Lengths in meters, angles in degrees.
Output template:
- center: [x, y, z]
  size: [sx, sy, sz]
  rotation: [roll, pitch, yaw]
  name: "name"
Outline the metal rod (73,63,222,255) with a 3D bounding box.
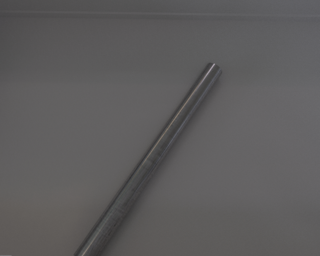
- center: [-0.006, 0.034, 0.397]
  size: [0.025, 0.025, 0.300]
  rotation: [32, 73, 11]
  name: "metal rod"
